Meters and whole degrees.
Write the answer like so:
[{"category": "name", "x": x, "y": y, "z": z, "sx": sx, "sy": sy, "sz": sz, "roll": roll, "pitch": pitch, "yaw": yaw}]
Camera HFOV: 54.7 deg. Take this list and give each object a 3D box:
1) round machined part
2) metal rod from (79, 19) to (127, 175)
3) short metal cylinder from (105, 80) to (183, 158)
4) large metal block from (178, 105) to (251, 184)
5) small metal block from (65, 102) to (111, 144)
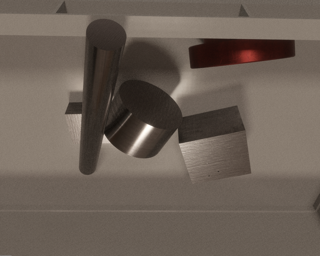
[{"category": "round machined part", "x": 0.077, "y": -0.085, "z": 0.299, "sx": 0.099, "sy": 0.098, "sz": 0.042, "roll": -6, "pitch": 101, "yaw": 5}, {"category": "metal rod", "x": -0.070, "y": -0.001, "z": 0.327, "sx": 0.025, "sy": 0.025, "sz": 0.299, "roll": 12, "pitch": 154, "yaw": -10}, {"category": "short metal cylinder", "x": -0.021, "y": -0.011, "z": 0.363, "sx": 0.080, "sy": 0.080, "sz": 0.050, "roll": 23, "pitch": 126, "yaw": -19}, {"category": "large metal block", "x": 0.073, "y": 0.024, "z": 0.414, "sx": 0.080, "sy": 0.050, "sz": 0.080, "roll": -12, "pitch": 129, "yaw": 9}, {"category": "small metal block", "x": -0.090, "y": -0.006, "z": 0.402, "sx": 0.050, "sy": 0.025, "sz": 0.050, "roll": -1, "pitch": 130, "yaw": 0}]
